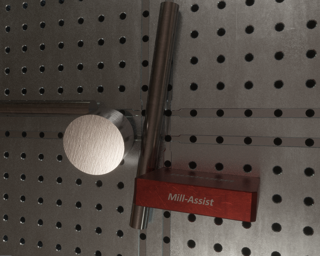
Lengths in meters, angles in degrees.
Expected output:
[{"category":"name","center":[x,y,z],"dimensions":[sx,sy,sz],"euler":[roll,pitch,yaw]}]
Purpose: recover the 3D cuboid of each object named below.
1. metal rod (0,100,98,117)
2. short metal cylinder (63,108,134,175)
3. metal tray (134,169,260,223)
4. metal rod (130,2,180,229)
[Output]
[{"category":"metal rod","center":[-0.238,-0.032,0.494],"dimensions":[0.301,0.025,0.025],"euler":[2,91,19]},{"category":"short metal cylinder","center":[-0.080,0.016,0.415],"dimensions":[0.080,0.050,0.079],"euler":[2,104,9]},{"category":"metal tray","center":[0.046,0.073,0.361],"dimensions":[0.130,0.090,0.030],"euler":[3,91,19]},{"category":"metal rod","center":[-0.008,-0.014,0.414],"dimensions":[0.025,0.025,0.298],"euler":[9,93,19]}]
